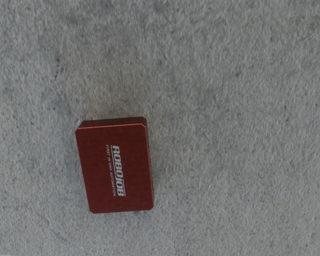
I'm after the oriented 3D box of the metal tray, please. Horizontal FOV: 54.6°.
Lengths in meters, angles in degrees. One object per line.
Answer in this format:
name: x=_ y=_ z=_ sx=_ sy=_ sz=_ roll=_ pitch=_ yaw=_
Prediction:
metal tray: x=-0.058 y=0.053 z=0.426 sx=0.090 sy=0.030 sz=0.129 roll=-4 pitch=110 yaw=1
